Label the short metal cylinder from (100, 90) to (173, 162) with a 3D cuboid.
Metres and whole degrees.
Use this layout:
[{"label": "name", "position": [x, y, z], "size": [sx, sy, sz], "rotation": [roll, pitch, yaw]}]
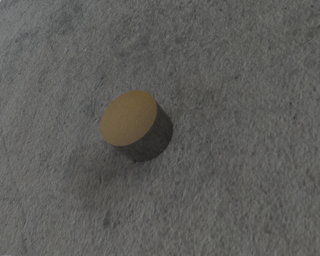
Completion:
[{"label": "short metal cylinder", "position": [-0.030, -0.002, 0.403], "size": [0.080, 0.050, 0.080], "rotation": [-13, 56, 20]}]
